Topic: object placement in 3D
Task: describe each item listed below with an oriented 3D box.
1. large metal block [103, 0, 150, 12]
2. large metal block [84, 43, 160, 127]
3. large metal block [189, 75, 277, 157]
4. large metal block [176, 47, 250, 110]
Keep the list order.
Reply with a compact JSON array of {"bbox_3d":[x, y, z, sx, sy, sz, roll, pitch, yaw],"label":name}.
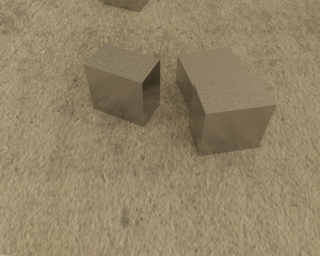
[{"bbox_3d":[-0.063,-0.284,0.625,0.080,0.050,0.080,17,52,13],"label":"large metal block"},{"bbox_3d":[-0.047,-0.057,0.415,0.080,0.080,0.050,20,53,15],"label":"large metal block"},{"bbox_3d":[0.083,-0.014,0.380,0.081,0.080,0.050,-8,51,-7],"label":"large metal block"},{"bbox_3d":[0.074,-0.067,0.444,0.081,0.050,0.080,-11,51,-10],"label":"large metal block"}]
